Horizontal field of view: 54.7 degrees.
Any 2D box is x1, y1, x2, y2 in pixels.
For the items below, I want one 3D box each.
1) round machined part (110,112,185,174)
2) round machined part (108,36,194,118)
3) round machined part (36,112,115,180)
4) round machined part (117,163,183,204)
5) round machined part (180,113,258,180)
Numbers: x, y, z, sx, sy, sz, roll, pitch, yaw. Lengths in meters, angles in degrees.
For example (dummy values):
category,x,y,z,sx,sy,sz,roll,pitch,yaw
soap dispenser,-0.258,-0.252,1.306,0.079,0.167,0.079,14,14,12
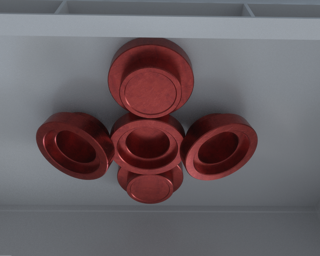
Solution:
category,x,y,z,sx,sy,sz,roll,pitch,yaw
round machined part,-0.016,0.013,0.406,0.099,0.042,0.097,0,130,0
round machined part,-0.010,-0.050,0.353,0.099,0.042,0.097,0,130,0
round machined part,-0.104,0.018,0.400,0.098,0.042,0.097,11,131,13
round machined part,-0.015,0.076,0.460,0.099,0.042,0.097,0,130,0
round machined part,0.072,0.020,0.402,0.099,0.042,0.097,-11,132,-13
